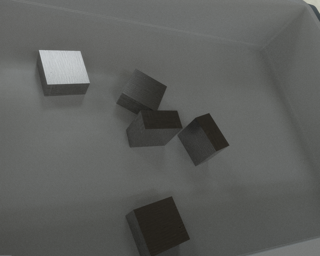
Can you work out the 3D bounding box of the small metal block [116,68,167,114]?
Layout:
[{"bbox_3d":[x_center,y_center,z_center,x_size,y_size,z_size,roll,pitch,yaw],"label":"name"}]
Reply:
[{"bbox_3d":[-0.024,-0.045,0.422,0.050,0.025,0.050,29,52,-11],"label":"small metal block"}]

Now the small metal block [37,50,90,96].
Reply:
[{"bbox_3d":[-0.120,-0.068,0.383,0.050,0.025,0.050,-7,65,-32],"label":"small metal block"}]

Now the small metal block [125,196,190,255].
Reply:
[{"bbox_3d":[-0.003,0.109,0.339,0.050,0.025,0.050,-11,68,-33],"label":"small metal block"}]

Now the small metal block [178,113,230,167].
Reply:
[{"bbox_3d":[0.056,0.016,0.412,0.025,0.050,0.050,-19,72,-36],"label":"small metal block"}]

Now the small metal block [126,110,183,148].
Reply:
[{"bbox_3d":[-0.008,0.001,0.386,0.050,0.050,0.025,-1,63,-29],"label":"small metal block"}]
